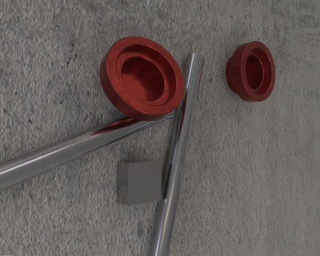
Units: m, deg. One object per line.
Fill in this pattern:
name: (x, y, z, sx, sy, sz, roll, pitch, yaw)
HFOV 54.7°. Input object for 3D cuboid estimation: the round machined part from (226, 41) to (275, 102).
round machined part: (0.148, -0.092, 0.517, 0.099, 0.042, 0.097, 0, 90, -40)

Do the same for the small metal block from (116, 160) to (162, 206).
small metal block: (-0.025, 0.065, 0.383, 0.050, 0.025, 0.050, 1, 90, -40)

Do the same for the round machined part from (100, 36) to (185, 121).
round machined part: (-0.024, -0.053, 0.360, 0.099, 0.042, 0.098, 13, 64, -28)

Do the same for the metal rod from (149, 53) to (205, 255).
metal rod: (0.023, 0.042, 0.423, 0.025, 0.025, 0.299, 19, 78, -39)

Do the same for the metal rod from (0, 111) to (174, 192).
metal rod: (-0.100, 0.025, 0.320, 0.302, 0.025, 0.025, -24, 106, -37)
